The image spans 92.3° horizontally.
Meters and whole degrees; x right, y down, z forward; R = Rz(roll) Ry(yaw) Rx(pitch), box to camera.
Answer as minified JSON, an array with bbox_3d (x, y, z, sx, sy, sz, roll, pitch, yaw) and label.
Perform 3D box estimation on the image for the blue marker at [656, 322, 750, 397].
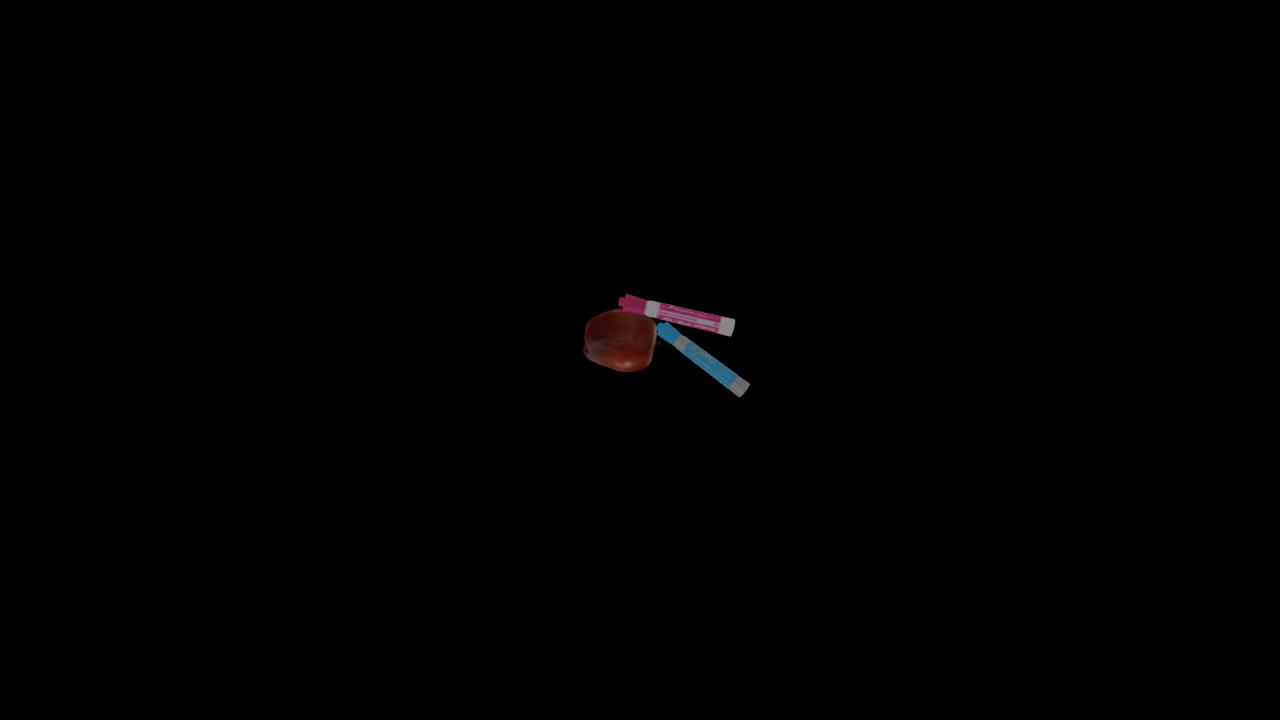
[{"bbox_3d":[0.066,-0.003,0.673,0.121,0.020,0.020,38,12,15],"label":"blue marker"}]

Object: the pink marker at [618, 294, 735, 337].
[{"bbox_3d":[0.037,-0.047,0.634,0.121,0.020,0.020,13,0,0],"label":"pink marker"}]

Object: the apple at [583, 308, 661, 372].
[{"bbox_3d":[-0.021,-0.025,0.749,0.093,0.079,0.079,6,0,-3],"label":"apple"}]
